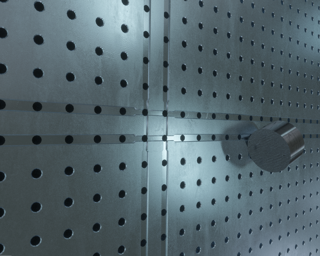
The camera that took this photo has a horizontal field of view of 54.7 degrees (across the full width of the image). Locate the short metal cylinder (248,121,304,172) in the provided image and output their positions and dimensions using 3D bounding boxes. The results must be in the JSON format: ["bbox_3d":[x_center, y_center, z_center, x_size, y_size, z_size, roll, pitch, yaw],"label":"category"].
[{"bbox_3d":[0.204,0.032,0.548,0.050,0.080,0.079,-22,104,-38],"label":"short metal cylinder"}]
